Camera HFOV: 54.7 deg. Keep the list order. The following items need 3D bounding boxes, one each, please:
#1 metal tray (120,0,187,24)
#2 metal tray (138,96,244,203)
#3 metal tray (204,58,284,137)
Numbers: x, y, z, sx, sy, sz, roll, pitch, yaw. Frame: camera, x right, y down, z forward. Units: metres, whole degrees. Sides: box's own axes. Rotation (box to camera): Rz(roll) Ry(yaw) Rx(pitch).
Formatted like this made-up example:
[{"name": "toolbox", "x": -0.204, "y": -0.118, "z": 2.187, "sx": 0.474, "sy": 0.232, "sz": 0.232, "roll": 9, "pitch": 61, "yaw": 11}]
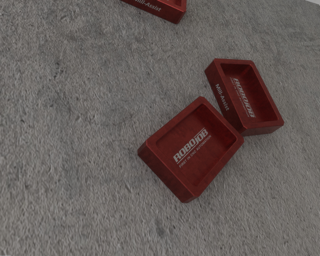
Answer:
[{"name": "metal tray", "x": -0.018, "y": -0.243, "z": 0.538, "sx": 0.131, "sy": 0.030, "sz": 0.090, "roll": 17, "pitch": 55, "yaw": -18}, {"name": "metal tray", "x": 0.045, "y": 0.023, "z": 0.409, "sx": 0.090, "sy": 0.030, "sz": 0.131, "roll": 47, "pitch": 51, "yaw": 4}, {"name": "metal tray", "x": 0.136, "y": -0.052, "z": 0.504, "sx": 0.091, "sy": 0.030, "sz": 0.130, "roll": -5, "pitch": 64, "yaw": -30}]
